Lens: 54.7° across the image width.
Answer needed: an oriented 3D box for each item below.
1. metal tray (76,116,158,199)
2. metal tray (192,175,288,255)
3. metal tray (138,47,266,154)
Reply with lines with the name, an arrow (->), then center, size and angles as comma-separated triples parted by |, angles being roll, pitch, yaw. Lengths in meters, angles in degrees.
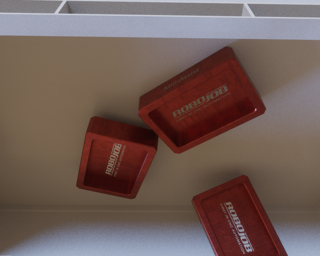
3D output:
metal tray -> -0.063, 0.047, 0.434 | 0.091, 0.030, 0.129 | 14, 135, -10
metal tray -> 0.113, 0.146, 0.455 | 0.090, 0.130, 0.030 | -23, 165, -5
metal tray -> 0.050, -0.028, 0.381 | 0.130, 0.030, 0.090 | -28, 125, 21
